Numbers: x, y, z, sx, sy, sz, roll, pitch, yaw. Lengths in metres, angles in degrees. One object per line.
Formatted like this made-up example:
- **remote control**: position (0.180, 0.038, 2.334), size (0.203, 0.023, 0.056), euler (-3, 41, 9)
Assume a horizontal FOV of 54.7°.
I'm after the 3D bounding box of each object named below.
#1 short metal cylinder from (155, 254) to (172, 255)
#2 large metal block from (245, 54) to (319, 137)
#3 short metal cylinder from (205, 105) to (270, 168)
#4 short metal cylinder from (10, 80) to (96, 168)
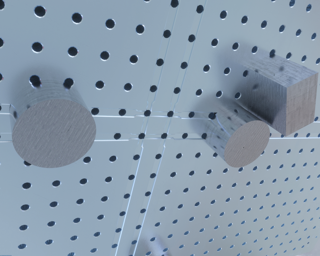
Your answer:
- **short metal cylinder**: position (0.001, 0.280, 0.569), size (0.081, 0.050, 0.079), euler (-14, 124, -21)
- **large metal block**: position (0.169, -0.048, 0.438), size (0.050, 0.080, 0.080), euler (-26, 128, -13)
- **short metal cylinder**: position (0.116, 0.012, 0.466), size (0.081, 0.050, 0.079), euler (-14, 124, -21)
- **short metal cylinder**: position (-0.114, -0.005, 0.330), size (0.081, 0.050, 0.079), euler (-14, 124, -21)
